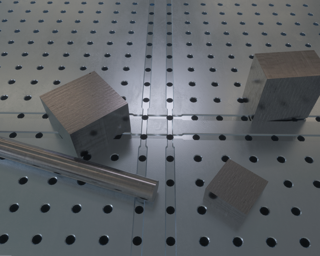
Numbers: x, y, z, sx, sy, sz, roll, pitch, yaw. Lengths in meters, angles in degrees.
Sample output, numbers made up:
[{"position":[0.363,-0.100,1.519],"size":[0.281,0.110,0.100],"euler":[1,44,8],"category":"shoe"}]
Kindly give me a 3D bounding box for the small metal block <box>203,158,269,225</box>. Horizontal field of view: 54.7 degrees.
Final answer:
[{"position":[0.085,0.070,0.349],"size":[0.050,0.025,0.050],"euler":[31,56,23],"category":"small metal block"}]

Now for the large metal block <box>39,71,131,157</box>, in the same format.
[{"position":[-0.096,-0.020,0.407],"size":[0.081,0.050,0.080],"euler":[-32,57,-24],"category":"large metal block"}]

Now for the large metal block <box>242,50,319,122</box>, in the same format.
[{"position":[0.166,-0.055,0.420],"size":[0.081,0.080,0.050],"euler":[-4,50,-4],"category":"large metal block"}]

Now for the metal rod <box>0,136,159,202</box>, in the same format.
[{"position":[-0.149,0.036,0.376],"size":[0.301,0.025,0.025],"euler":[14,52,11],"category":"metal rod"}]
